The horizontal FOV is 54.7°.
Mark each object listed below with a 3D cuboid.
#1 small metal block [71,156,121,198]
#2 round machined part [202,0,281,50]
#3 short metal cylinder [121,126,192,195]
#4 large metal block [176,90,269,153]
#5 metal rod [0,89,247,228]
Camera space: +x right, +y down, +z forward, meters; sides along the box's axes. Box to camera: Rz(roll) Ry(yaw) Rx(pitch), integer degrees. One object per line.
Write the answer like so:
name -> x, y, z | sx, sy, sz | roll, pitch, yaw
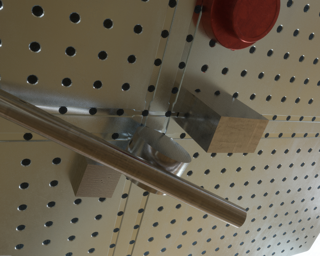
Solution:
small metal block -> -0.082, 0.063, 0.407 | 0.050, 0.025, 0.050 | 11, 113, -34
round machined part -> 0.103, -0.141, 0.371 | 0.099, 0.042, 0.097 | -14, 125, -21
short metal cylinder -> -0.007, 0.041, 0.399 | 0.080, 0.080, 0.050 | 21, 108, -36
large metal block -> 0.081, -0.009, 0.417 | 0.081, 0.080, 0.050 | 3, 117, -30
metal rod -> -0.034, 0.040, 0.340 | 0.301, 0.025, 0.025 | 28, 104, -13
